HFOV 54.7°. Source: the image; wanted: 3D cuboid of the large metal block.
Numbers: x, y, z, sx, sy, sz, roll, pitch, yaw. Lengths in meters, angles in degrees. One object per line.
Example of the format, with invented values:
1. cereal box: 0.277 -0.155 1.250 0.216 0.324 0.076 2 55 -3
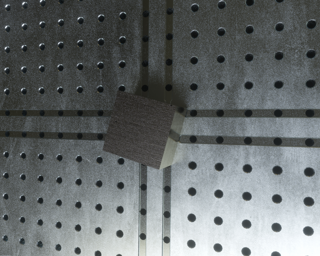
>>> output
1. large metal block: -0.019 0.001 0.405 0.080 0.050 0.079 17 96 19
